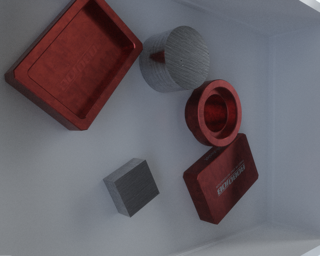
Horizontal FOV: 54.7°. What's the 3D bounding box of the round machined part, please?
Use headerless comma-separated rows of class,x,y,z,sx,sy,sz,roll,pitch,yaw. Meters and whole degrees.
round machined part,0.075,-0.021,0.461,0.099,0.042,0.097,0,90,-40

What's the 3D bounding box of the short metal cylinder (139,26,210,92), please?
short metal cylinder,0.020,-0.088,0.409,0.081,0.050,0.079,0,90,-40

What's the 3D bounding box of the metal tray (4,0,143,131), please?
metal tray,-0.085,-0.073,0.333,0.090,0.030,0.130,45,63,-31

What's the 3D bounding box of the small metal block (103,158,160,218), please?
small metal block,-0.034,0.072,0.380,0.050,0.025,0.050,-33,111,-35

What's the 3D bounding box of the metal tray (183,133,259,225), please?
metal tray,0.101,0.076,0.491,0.131,0.030,0.090,-35,112,-35
